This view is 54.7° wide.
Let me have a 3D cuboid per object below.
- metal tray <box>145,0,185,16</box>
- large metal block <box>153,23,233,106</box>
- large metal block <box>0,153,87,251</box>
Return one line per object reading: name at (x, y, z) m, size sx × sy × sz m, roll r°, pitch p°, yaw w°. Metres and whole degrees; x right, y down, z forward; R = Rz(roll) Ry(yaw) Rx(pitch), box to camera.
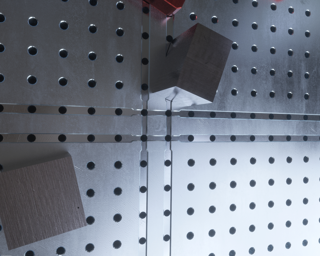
metal tray at (-0.014, -0.221, 0.403) m, size 0.131 × 0.030 × 0.090 m, roll 28°, pitch 81°, yaw -18°
large metal block at (0.039, -0.076, 0.398) m, size 0.050 × 0.080 × 0.080 m, roll 22°, pitch 83°, yaw -19°
large metal block at (-0.134, 0.078, 0.350) m, size 0.081 × 0.050 × 0.080 m, roll -13°, pitch 95°, yaw -20°
